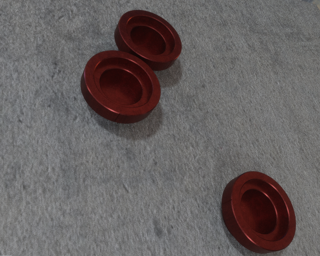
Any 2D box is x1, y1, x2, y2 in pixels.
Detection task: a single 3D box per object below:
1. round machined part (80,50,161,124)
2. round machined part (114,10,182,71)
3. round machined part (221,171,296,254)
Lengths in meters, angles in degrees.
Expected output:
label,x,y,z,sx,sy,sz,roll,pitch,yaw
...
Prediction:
label,x,y,z,sx,sy,sz,roll,pitch,yaw
round machined part,-0.052,-0.047,0.395,0.099,0.042,0.098,14,56,-21
round machined part,-0.021,-0.123,0.458,0.099,0.042,0.098,14,56,-21
round machined part,0.119,0.108,0.393,0.099,0.042,0.098,14,56,-21
